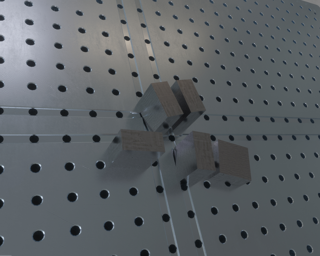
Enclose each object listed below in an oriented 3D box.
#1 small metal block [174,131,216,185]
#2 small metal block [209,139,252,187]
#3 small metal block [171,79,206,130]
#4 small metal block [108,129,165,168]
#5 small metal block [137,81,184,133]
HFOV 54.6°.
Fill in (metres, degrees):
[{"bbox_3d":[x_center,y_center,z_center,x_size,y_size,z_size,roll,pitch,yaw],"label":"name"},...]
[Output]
[{"bbox_3d":[0.042,0.039,0.391,0.025,0.050,0.050,10,58,-23],"label":"small metal block"},{"bbox_3d":[0.096,0.049,0.429,0.050,0.025,0.050,16,55,-19],"label":"small metal block"},{"bbox_3d":[0.031,-0.032,0.427,0.025,0.050,0.050,-9,67,-32],"label":"small metal block"},{"bbox_3d":[-0.029,0.026,0.361,0.050,0.050,0.025,5,60,-26],"label":"small metal block"},{"bbox_3d":[-0.001,-0.025,0.406,0.025,0.050,0.050,-13,69,-33],"label":"small metal block"}]
